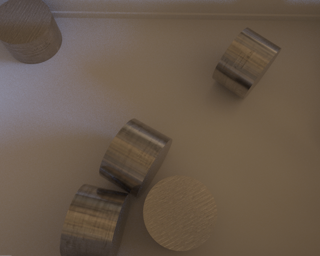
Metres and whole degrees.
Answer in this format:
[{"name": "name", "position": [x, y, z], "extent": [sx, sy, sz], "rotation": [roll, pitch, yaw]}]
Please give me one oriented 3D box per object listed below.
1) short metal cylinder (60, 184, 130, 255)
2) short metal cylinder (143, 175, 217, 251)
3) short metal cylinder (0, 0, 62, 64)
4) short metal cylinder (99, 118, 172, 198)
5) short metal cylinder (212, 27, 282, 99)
[{"name": "short metal cylinder", "position": [-0.068, 0.106, 0.341], "extent": [0.050, 0.080, 0.080], "rotation": [12, 71, 4]}, {"name": "short metal cylinder", "position": [0.022, 0.099, 0.360], "extent": [0.081, 0.050, 0.080], "rotation": [0, 70, 0]}, {"name": "short metal cylinder", "position": [-0.189, -0.140, 0.446], "extent": [0.081, 0.050, 0.080], "rotation": [0, 70, 0]}, {"name": "short metal cylinder", "position": [-0.027, 0.035, 0.367], "extent": [0.050, 0.080, 0.080], "rotation": [29, 73, 10]}, {"name": "short metal cylinder", "position": [0.114, -0.085, 0.412], "extent": [0.050, 0.080, 0.080], "rotation": [38, 74, 12]}]
